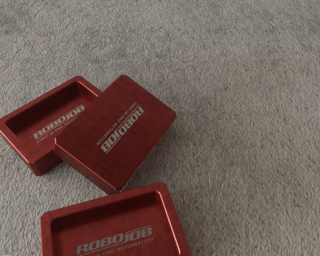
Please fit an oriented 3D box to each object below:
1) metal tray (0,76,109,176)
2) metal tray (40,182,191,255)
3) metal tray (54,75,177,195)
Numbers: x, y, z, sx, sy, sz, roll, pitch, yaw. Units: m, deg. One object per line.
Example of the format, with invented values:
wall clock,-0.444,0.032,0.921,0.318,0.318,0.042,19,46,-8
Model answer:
metal tray,-0.130,-0.009,0.405,0.090,0.030,0.131,37,59,27
metal tray,-0.044,0.113,0.304,0.131,0.030,0.090,-13,51,-11
metal tray,-0.050,0.004,0.375,0.090,0.030,0.130,38,56,1
